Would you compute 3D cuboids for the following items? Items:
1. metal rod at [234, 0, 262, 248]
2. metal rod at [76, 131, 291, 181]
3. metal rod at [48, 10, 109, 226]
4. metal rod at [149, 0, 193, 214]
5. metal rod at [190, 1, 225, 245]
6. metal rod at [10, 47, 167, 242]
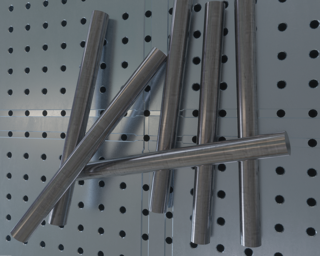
[{"bbox_3d":[0.106,-0.010,0.375,0.025,0.025,0.298,-1,90,20],"label":"metal rod"},{"bbox_3d":[0.000,0.041,0.383,0.300,0.025,0.025,-11,86,30],"label":"metal rod"},{"bbox_3d":[-0.113,-0.016,0.434,0.025,0.025,0.299,9,86,20],"label":"metal rod"},{"bbox_3d":[0.015,-0.038,0.407,0.025,0.025,0.298,8,93,20],"label":"metal rod"},{"bbox_3d":[0.060,-0.005,0.391,0.025,0.025,0.298,4,91,20],"label":"metal rod"},{"bbox_3d":[-0.090,0.019,0.406,0.025,0.025,0.300,36,87,16],"label":"metal rod"}]
